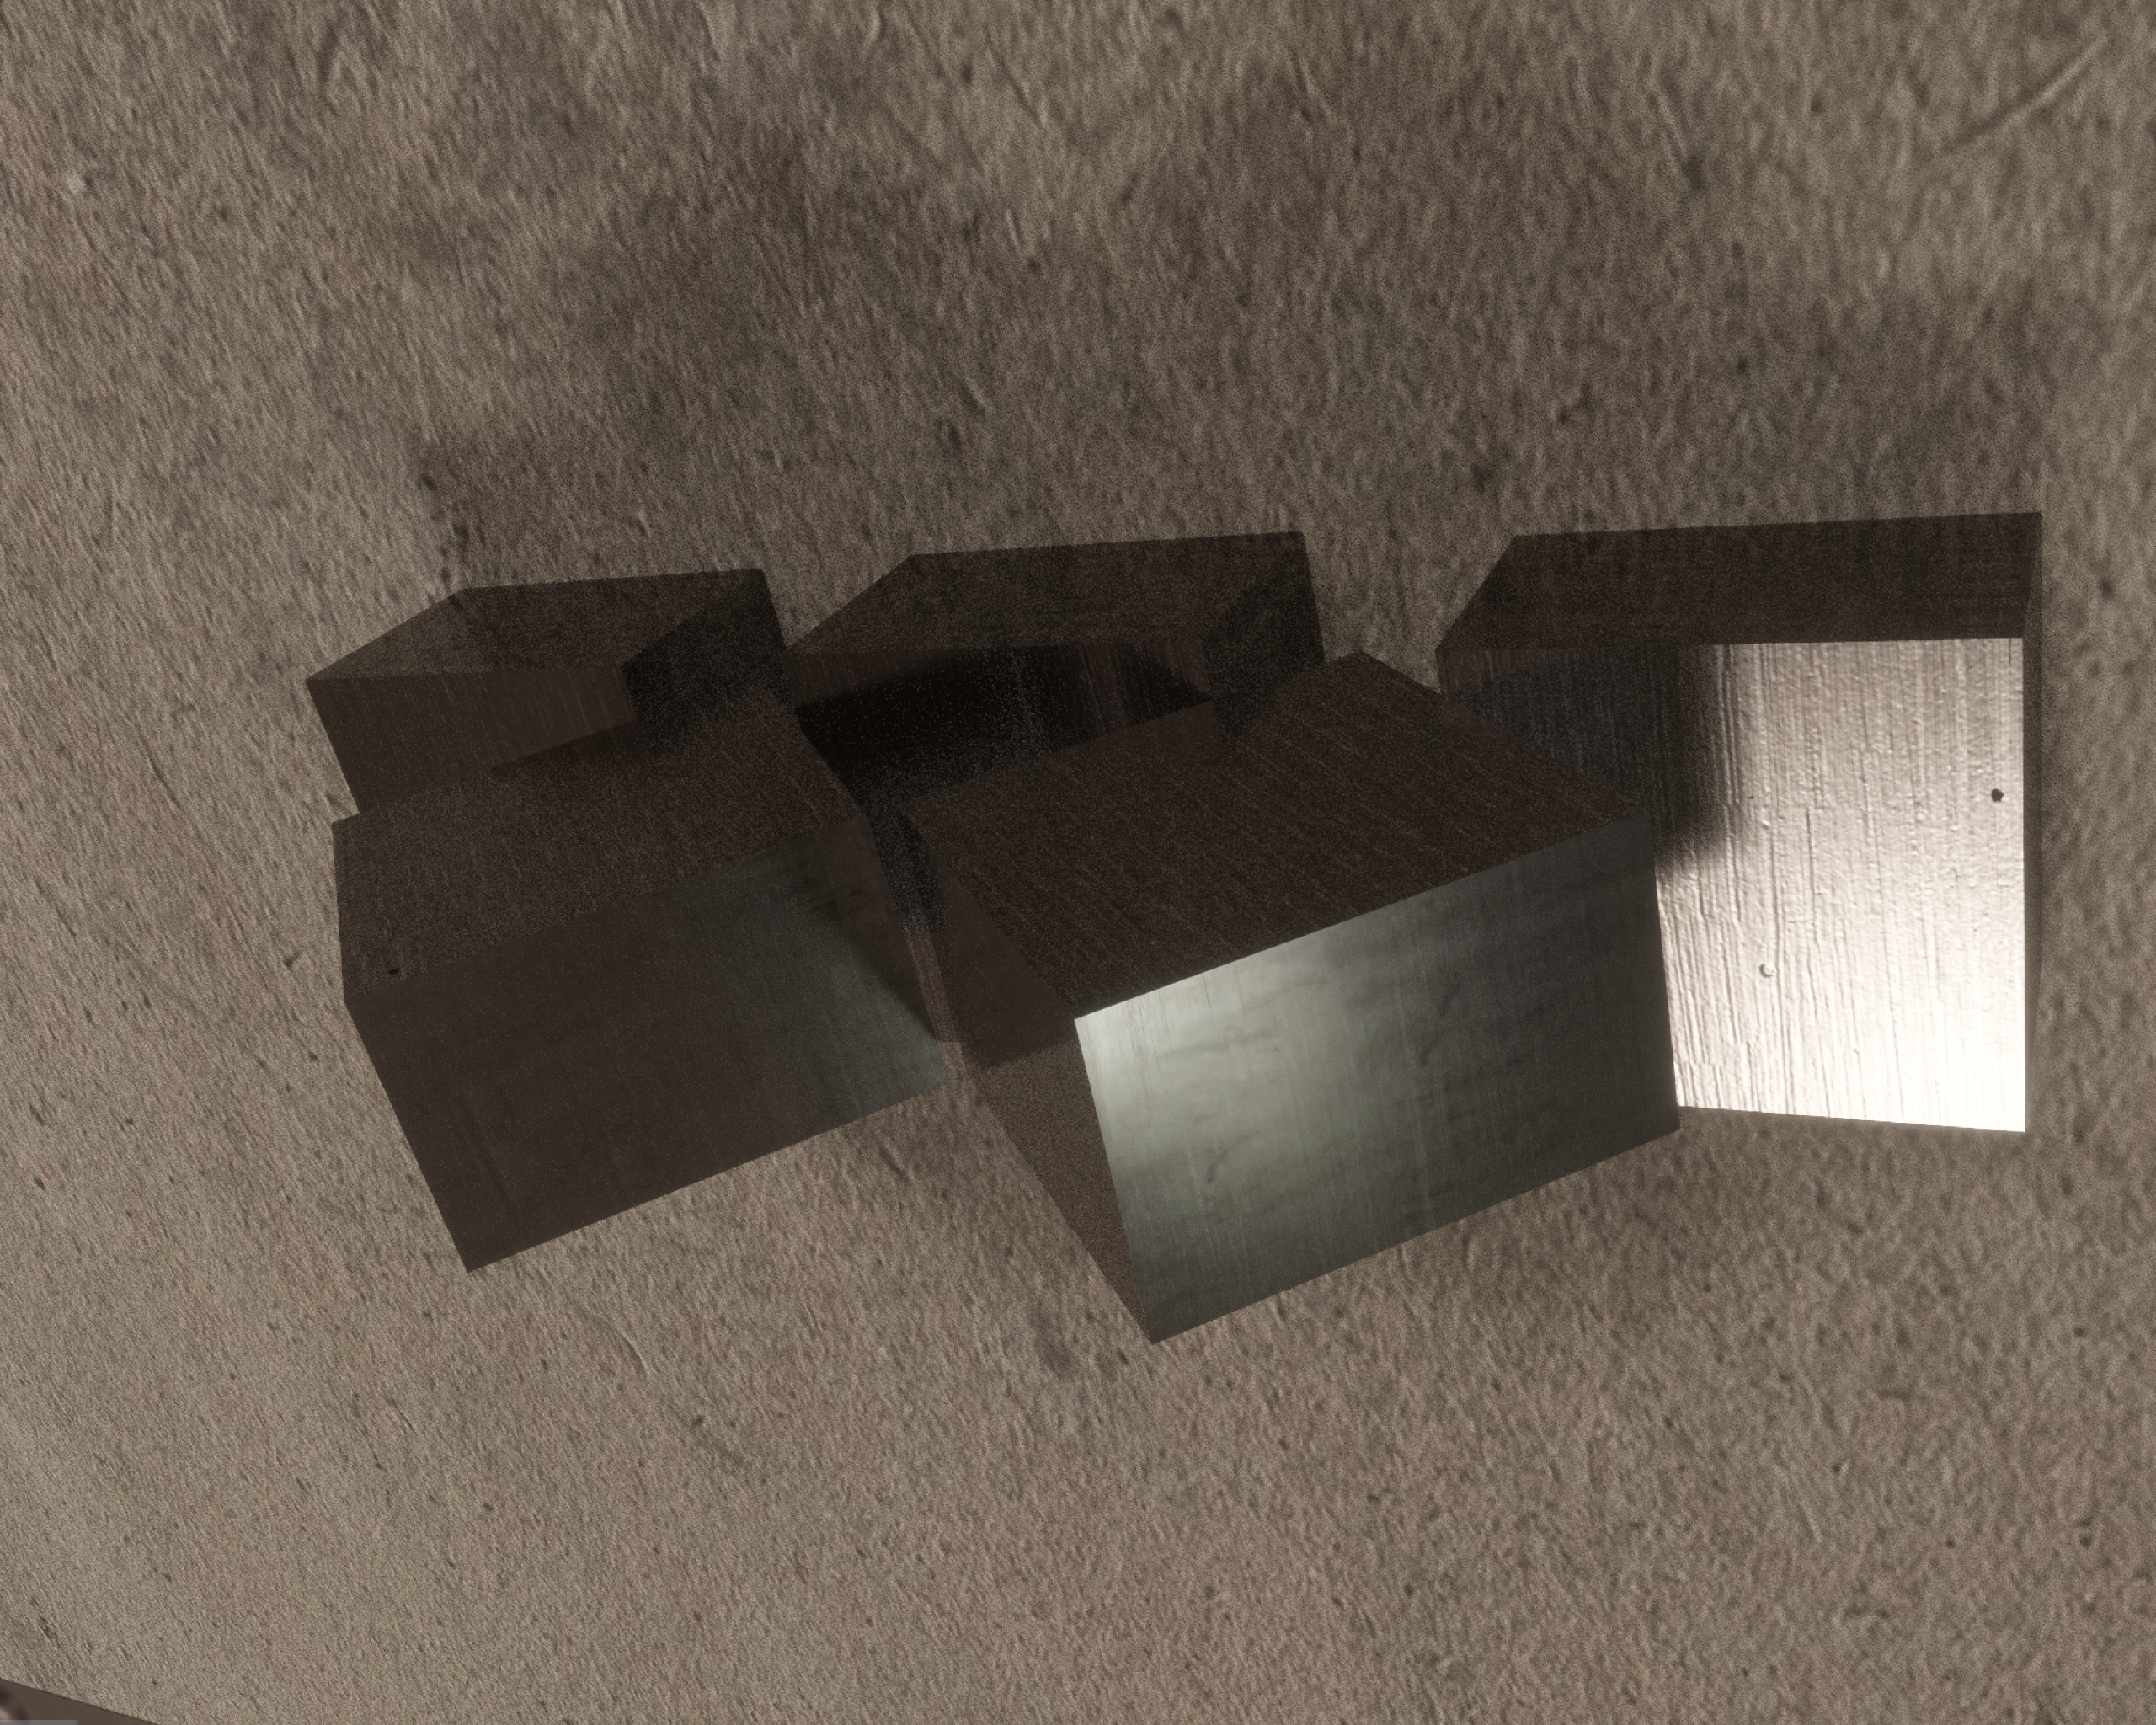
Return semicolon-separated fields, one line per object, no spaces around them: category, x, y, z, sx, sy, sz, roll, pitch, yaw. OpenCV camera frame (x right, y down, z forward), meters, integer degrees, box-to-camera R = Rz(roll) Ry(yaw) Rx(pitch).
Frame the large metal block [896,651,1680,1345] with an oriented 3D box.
large metal block;0.028;0.014;0.304;0.080;0.081;0.050;-135;29;-61

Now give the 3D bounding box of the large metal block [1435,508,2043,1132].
large metal block;0.108;-0.008;0.331;0.080;0.050;0.079;2;119;27

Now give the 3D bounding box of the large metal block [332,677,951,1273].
large metal block;-0.077;0.014;0.356;0.081;0.080;0.050;-21;116;-13

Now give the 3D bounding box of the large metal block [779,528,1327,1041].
large metal block;0.002;-0.013;0.382;0.080;0.050;0.079;1;119;27

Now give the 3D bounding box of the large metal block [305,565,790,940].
large metal block;-0.100;-0.013;0.435;0.080;0.050;0.080;0;119;27
